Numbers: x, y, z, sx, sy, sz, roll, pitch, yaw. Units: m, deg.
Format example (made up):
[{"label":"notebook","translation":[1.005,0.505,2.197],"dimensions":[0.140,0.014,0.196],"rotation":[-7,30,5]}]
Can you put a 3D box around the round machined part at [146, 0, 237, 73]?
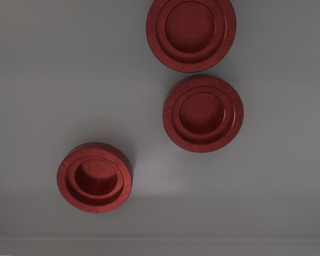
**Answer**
[{"label":"round machined part","translation":[0.034,-0.116,0.356],"dimensions":[0.099,0.042,0.097],"rotation":[0,116,1]}]

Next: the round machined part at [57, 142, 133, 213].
[{"label":"round machined part","translation":[-0.086,0.064,0.425],"dimensions":[0.099,0.042,0.097],"rotation":[0,110,0]}]

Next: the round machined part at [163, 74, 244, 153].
[{"label":"round machined part","translation":[0.053,-0.021,0.395],"dimensions":[0.099,0.042,0.097],"rotation":[0,110,0]}]
